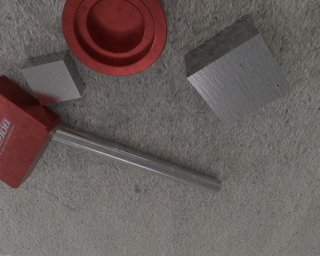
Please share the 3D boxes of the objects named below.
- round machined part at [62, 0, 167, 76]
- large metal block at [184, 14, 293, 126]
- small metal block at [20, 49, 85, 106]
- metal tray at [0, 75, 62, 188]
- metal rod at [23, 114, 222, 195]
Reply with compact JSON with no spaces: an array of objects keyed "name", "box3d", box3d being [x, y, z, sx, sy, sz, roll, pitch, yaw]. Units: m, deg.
[{"name":"round machined part","box3d":[-0.042,-0.104,0.307,0.099,0.042,0.097,0,130,0]},{"name":"large metal block","box3d":[0.084,-0.061,0.340,0.080,0.050,0.080,-30,124,23]},{"name":"small metal block","box3d":[-0.122,-0.057,0.357,0.050,0.025,0.050,-10,130,8]},{"name":"metal tray","box3d":[-0.191,0.010,0.392,0.090,0.030,0.129,37,123,-5]},{"name":"metal rod","box3d":[-0.045,0.040,0.440,0.302,0.025,0.025,21,127,-18]}]
